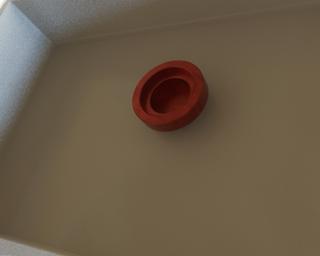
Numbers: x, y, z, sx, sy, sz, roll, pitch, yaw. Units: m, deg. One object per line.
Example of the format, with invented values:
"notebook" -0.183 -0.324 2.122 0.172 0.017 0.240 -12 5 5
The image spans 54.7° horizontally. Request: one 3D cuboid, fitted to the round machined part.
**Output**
"round machined part" 0.017 -0.038 0.408 0.098 0.042 0.098 -13 56 20
